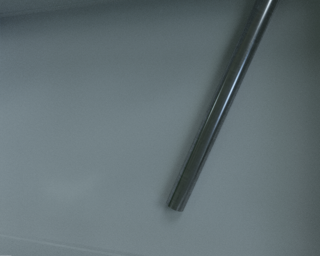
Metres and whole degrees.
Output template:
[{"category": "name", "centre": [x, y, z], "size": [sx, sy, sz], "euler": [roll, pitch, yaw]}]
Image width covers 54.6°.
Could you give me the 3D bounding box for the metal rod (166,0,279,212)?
[{"category": "metal rod", "centre": [0.077, -0.034, 0.383], "size": [0.025, 0.025, 0.299], "euler": [26, 98, 18]}]
